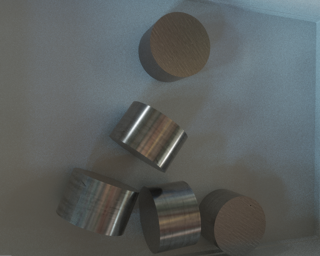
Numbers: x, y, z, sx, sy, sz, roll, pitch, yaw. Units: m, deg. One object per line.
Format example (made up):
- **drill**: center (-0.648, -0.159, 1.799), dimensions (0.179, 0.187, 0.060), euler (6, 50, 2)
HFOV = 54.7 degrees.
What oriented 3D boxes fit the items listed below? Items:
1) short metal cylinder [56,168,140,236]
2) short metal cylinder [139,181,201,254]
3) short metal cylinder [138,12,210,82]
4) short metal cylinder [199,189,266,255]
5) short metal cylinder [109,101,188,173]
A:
- **short metal cylinder**: center (-0.070, 0.083, 0.356), dimensions (0.080, 0.080, 0.050), euler (23, 82, -19)
- **short metal cylinder**: center (0.010, 0.109, 0.385), dimensions (0.050, 0.080, 0.079), euler (-5, 92, -20)
- **short metal cylinder**: center (0.018, -0.103, 0.403), dimensions (0.081, 0.050, 0.080), euler (0, 90, -20)
- **short metal cylinder**: center (0.099, 0.130, 0.434), dimensions (0.081, 0.050, 0.080), euler (0, 90, -20)
- **short metal cylinder**: center (-0.014, 0.011, 0.376), dimensions (0.080, 0.080, 0.050), euler (37, 78, -17)
